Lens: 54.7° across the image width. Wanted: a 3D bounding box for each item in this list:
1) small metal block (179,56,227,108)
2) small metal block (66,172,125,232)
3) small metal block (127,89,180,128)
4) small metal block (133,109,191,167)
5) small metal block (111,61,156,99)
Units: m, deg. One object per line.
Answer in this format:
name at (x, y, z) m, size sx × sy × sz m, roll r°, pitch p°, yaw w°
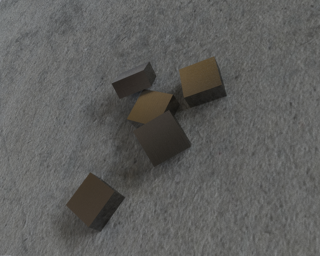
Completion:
small metal block at (0.056, -0.061, 0.411) m, size 0.050 × 0.025 × 0.050 m, roll -18°, pitch 55°, yaw 17°
small metal block at (-0.081, 0.092, 0.388) m, size 0.050 × 0.025 × 0.050 m, roll 27°, pitch 76°, yaw 37°
small metal block at (-0.009, -0.022, 0.421) m, size 0.050 × 0.025 × 0.050 m, roll 15°, pitch 69°, yaw 33°
small metal block at (0.003, 0.012, 0.377) m, size 0.050 × 0.025 × 0.050 m, roll -30°, pitch 91°, yaw 8°
small metal block at (-0.036, -0.070, 0.450) m, size 0.050 × 0.025 × 0.050 m, roll -20°, pitch 21°, yaw 16°
